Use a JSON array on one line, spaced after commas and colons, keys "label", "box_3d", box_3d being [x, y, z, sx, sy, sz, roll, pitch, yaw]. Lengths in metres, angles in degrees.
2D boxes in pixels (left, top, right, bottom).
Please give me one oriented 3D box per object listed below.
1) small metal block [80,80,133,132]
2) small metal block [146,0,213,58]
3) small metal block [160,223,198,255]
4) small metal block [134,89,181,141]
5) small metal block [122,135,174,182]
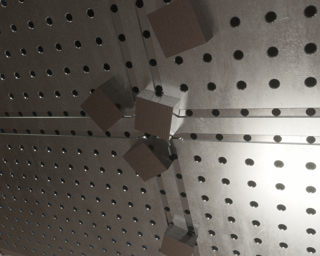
[{"label": "small metal block", "box_3d": [-0.074, -0.030, 0.430, 0.050, 0.025, 0.050, 48, 128, -7]}, {"label": "small metal block", "box_3d": [0.022, -0.109, 0.331, 0.050, 0.025, 0.050, -14, 112, 33]}, {"label": "small metal block", "box_3d": [0.031, 0.193, 0.513, 0.050, 0.025, 0.050, 20, 126, 16]}, {"label": "small metal block", "box_3d": [-0.004, -0.018, 0.401, 0.050, 0.025, 0.050, 18, 126, 17]}, {"label": "small metal block", "box_3d": [-0.017, 0.044, 0.446, 0.050, 0.025, 0.050, -34, 100, 38]}]
